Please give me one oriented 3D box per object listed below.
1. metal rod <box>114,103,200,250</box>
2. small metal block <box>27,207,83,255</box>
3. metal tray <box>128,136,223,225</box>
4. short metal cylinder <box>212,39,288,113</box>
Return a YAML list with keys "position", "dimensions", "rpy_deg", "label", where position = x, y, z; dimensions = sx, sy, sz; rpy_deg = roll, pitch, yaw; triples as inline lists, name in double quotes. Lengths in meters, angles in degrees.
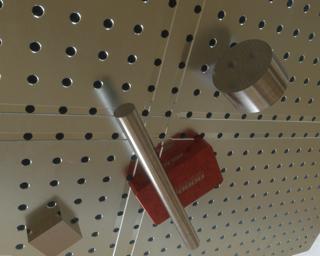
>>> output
- position: [0.008, 0.088, 0.432]
  dimensions: [0.025, 0.025, 0.299]
  rpy_deg: [-31, 129, -9]
  label: "metal rod"
- position: [-0.143, 0.144, 0.423]
  dimensions: [0.050, 0.025, 0.050]
  rpy_deg: [-33, 129, -7]
  label: "small metal block"
- position: [0.028, 0.082, 0.476]
  dimensions: [0.131, 0.030, 0.090]
  rpy_deg: [-32, 129, -8]
  label: "metal tray"
- position: [0.116, -0.066, 0.400]
  dimensions: [0.080, 0.080, 0.050]
  rpy_deg: [-49, 129, 6]
  label: "short metal cylinder"
